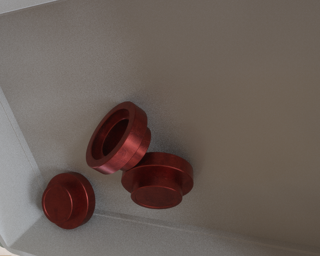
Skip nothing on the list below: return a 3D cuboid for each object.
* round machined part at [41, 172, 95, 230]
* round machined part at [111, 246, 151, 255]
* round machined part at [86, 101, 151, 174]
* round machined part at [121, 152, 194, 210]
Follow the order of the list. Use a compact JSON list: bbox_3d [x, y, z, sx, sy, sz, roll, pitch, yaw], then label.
[{"bbox_3d":[-0.165,0.127,0.537,0.098,0.042,0.097,0,89,26],"label":"round machined part"},{"bbox_3d":[-0.050,0.265,0.590,0.098,0.042,0.097,13,124,21],"label":"round machined part"},{"bbox_3d":[-0.050,0.017,0.406,0.098,0.098,0.042,-27,130,37],"label":"round machined part"},{"bbox_3d":[-0.003,0.077,0.421,0.099,0.042,0.097,2,141,2],"label":"round machined part"}]
